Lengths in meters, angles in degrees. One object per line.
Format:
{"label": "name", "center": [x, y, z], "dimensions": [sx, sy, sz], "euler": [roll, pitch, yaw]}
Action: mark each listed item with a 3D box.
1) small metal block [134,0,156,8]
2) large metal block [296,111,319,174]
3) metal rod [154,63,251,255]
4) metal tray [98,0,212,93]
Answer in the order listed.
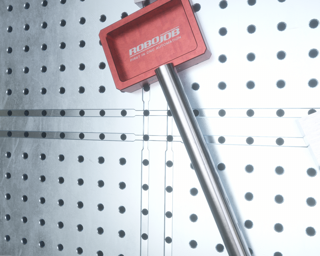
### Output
{"label": "small metal block", "center": [-0.009, -0.193, 0.416], "dimensions": [0.050, 0.025, 0.050], "euler": [-6, 88, 20]}
{"label": "large metal block", "center": [0.202, 0.012, 0.328], "dimensions": [0.080, 0.050, 0.080], "euler": [-24, 82, 18]}
{"label": "metal rod", "center": [0.060, 0.064, 0.375], "dimensions": [0.025, 0.025, 0.299], "euler": [-22, 89, 18]}
{"label": "metal tray", "center": [-0.009, -0.112, 0.412], "dimensions": [0.130, 0.030, 0.090], "euler": [-21, 83, 18]}
